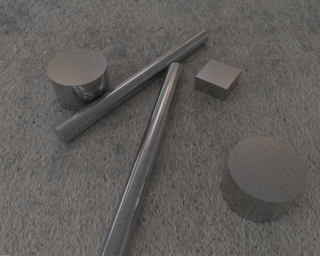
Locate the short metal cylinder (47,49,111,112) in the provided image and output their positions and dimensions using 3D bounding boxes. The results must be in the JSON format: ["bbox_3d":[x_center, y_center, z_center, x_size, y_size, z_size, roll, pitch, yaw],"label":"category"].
[{"bbox_3d":[-0.113,-0.069,0.444,0.081,0.050,0.080,0,50,0],"label":"short metal cylinder"}]

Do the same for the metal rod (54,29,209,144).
[{"bbox_3d":[-0.026,-0.075,0.465,0.025,0.025,0.302,35,58,25],"label":"metal rod"}]

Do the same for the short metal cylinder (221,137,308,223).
[{"bbox_3d":[0.111,0.056,0.341,0.081,0.050,0.080,0,50,0],"label":"short metal cylinder"}]

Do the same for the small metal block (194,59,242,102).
[{"bbox_3d":[0.087,-0.073,0.465,0.050,0.025,0.050,27,55,20],"label":"small metal block"}]

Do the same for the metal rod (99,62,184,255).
[{"bbox_3d":[-0.012,0.020,0.386,0.025,0.025,0.300,11,51,9],"label":"metal rod"}]
